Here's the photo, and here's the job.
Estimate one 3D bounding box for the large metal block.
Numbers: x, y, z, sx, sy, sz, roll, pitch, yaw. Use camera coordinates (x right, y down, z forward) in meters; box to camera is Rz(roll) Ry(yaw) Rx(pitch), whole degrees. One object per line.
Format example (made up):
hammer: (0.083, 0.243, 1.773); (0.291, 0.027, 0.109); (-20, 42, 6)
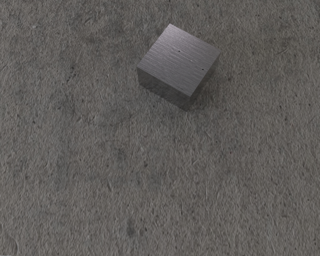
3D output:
large metal block: (0.025, -0.082, 0.425); (0.080, 0.050, 0.080); (31, 73, 10)
